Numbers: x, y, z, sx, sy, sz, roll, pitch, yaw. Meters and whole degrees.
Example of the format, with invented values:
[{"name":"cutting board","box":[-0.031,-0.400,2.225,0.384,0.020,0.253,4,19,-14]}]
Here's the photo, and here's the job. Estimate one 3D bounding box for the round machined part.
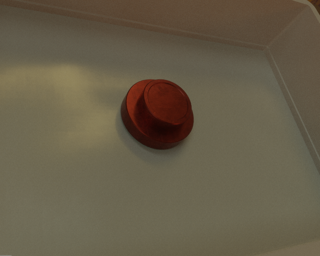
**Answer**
[{"name":"round machined part","box":[0.002,-0.025,0.407,0.099,0.042,0.098,13,56,-21]}]
